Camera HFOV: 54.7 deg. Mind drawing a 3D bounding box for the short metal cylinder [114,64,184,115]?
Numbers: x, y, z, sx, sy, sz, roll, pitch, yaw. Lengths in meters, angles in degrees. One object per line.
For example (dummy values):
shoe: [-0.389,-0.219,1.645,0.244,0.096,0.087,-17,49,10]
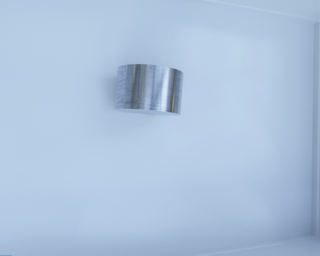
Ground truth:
short metal cylinder: [-0.013,-0.044,0.377,0.081,0.080,0.050,5,89,-20]
